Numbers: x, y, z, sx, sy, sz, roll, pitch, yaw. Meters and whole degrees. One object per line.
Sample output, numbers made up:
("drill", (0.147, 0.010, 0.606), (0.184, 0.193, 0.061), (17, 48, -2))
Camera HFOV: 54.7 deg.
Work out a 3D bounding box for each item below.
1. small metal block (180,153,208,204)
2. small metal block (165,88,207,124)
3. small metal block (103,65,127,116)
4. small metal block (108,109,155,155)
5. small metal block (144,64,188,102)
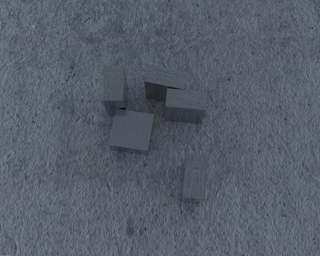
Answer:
("small metal block", (0.040, 0.062, 0.372), (0.025, 0.050, 0.050), (6, 70, 2))
("small metal block", (0.033, -0.027, 0.405), (0.050, 0.050, 0.025), (5, 70, 2))
("small metal block", (-0.058, -0.048, 0.412), (0.025, 0.050, 0.050), (-1, 70, 0))
("small metal block", (-0.036, 0.006, 0.406), (0.050, 0.025, 0.050), (9, 70, 3))
("small metal block", (0.008, -0.056, 0.415), (0.050, 0.050, 0.025), (13, 71, 4))
